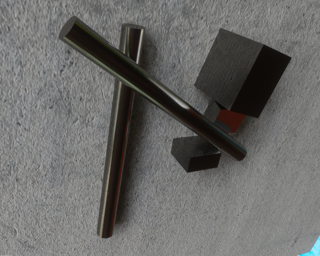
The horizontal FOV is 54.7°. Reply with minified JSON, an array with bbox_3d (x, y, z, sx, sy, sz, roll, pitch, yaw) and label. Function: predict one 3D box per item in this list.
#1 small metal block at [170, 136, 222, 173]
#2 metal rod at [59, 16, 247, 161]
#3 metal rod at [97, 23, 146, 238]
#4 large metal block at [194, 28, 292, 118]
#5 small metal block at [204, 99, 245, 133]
[{"bbox_3d":[0.050,0.035,0.442,0.050,0.050,0.025,-5,121,-26],"label":"small metal block"},{"bbox_3d":[0.018,-0.026,0.367,0.301,0.025,0.025,32,100,-38],"label":"metal rod"},{"bbox_3d":[-0.054,0.023,0.392,0.025,0.025,0.298,-3,120,-27],"label":"metal rod"},{"bbox_3d":[0.098,-0.069,0.384,0.050,0.080,0.079,11,112,-33],"label":"large metal block"},{"bbox_3d":[0.091,-0.017,0.440,0.050,0.025,0.050,-5,138,-26],"label":"small metal block"}]
